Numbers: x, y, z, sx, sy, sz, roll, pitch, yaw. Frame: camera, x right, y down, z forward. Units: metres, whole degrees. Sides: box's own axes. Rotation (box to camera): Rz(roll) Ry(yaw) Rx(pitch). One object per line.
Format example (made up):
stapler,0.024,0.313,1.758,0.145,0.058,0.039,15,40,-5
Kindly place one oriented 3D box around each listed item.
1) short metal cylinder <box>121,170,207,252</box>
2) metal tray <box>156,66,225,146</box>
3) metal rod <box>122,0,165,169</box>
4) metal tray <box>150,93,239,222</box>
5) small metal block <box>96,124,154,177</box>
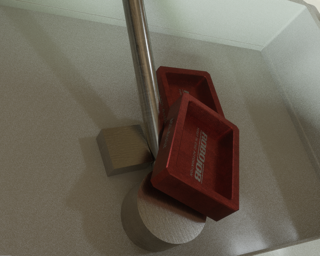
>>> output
short metal cylinder,0.004,0.089,0.338,0.081,0.050,0.080,14,56,-21
metal tray,0.044,-0.024,0.442,0.091,0.030,0.130,1,61,-28
metal rod,-0.022,-0.091,0.371,0.025,0.025,0.298,-11,93,-33
metal tray,0.046,0.028,0.353,0.090,0.030,0.130,32,41,-15
small metal block,-0.042,0.026,0.368,0.050,0.025,0.050,-8,66,-32
